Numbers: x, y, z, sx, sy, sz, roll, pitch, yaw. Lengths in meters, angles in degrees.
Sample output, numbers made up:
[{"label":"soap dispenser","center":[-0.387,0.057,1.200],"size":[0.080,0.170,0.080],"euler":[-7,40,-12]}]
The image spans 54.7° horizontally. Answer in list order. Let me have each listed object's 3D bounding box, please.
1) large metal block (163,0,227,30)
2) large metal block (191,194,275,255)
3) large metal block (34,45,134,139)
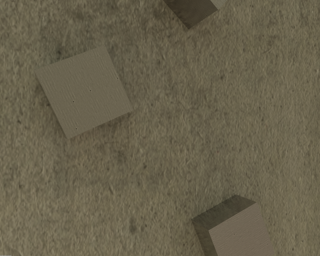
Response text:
[{"label":"large metal block","center":[0.043,-0.184,0.397],"size":[0.080,0.080,0.050],"euler":[45,76,-15]},{"label":"large metal block","center":[0.102,0.152,0.435],"size":[0.081,0.050,0.080],"euler":[-23,98,-19]},{"label":"large metal block","center":[-0.089,-0.041,0.363],"size":[0.081,0.050,0.080],"euler":[-26,99,-18]}]
